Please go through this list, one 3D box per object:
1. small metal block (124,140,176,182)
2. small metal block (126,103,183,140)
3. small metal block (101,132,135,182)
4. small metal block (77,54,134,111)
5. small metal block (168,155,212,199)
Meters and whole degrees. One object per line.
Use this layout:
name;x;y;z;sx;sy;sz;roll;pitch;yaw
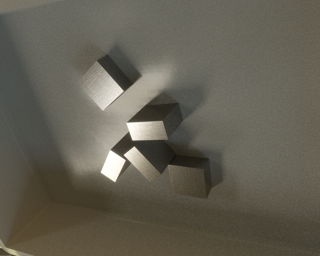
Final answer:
small metal block;-0.012;0.035;0.420;0.050;0.050;0.025;47;129;-5
small metal block;-0.005;-0.008;0.389;0.050;0.050;0.025;-3;117;29
small metal block;-0.055;0.041;0.445;0.025;0.050;0.050;33;129;6
small metal block;-0.072;-0.059;0.409;0.050;0.025;0.050;49;128;-7
small metal block;0.042;0.067;0.427;0.050;0.025;0.050;5;121;25
